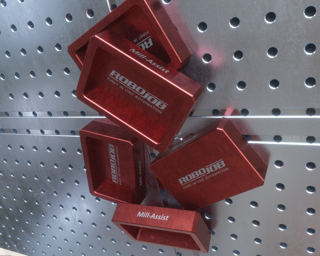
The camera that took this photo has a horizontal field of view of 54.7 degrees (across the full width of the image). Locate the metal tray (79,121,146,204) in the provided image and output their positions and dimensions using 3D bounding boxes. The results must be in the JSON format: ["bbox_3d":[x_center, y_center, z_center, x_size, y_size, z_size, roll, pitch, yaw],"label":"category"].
[{"bbox_3d":[-0.071,0.059,0.479,0.090,0.030,0.129,12,124,21],"label":"metal tray"}]

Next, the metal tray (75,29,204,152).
[{"bbox_3d":[-0.028,-0.041,0.356,0.130,0.030,0.089,33,129,6],"label":"metal tray"}]

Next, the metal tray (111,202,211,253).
[{"bbox_3d":[0.004,0.152,0.471,0.130,0.030,0.090,0,143,23],"label":"metal tray"}]

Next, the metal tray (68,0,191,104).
[{"bbox_3d":[-0.040,-0.090,0.371,0.130,0.030,0.090,-23,107,36],"label":"metal tray"}]

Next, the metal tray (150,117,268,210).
[{"bbox_3d":[0.060,0.053,0.408,0.130,0.030,0.090,-33,100,38],"label":"metal tray"}]
